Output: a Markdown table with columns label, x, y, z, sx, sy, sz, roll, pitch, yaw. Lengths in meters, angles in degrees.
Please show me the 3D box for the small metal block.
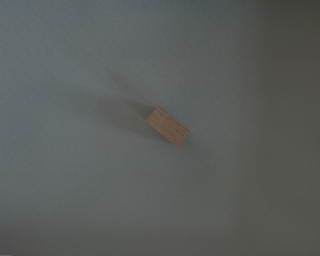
| label | x | y | z | sx | sy | sz | roll | pitch | yaw |
| --- | --- | --- | --- | --- | --- | --- | --- | --- | --- |
| small metal block | 0.010 | -0.002 | 0.399 | 0.050 | 0.050 | 0.025 | 39 | 90 | 0 |
